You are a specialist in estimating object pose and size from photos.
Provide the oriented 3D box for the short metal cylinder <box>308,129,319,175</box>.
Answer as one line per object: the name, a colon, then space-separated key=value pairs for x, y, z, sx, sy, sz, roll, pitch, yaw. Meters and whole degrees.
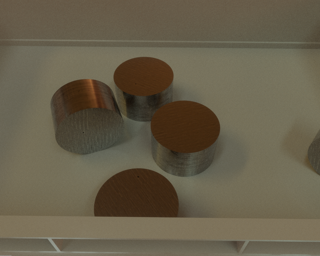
short metal cylinder: x=0.219 y=0.024 z=0.351 sx=0.080 sy=0.080 sz=0.050 roll=31 pitch=57 yaw=23

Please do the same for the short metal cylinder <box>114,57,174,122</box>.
short metal cylinder: x=-0.022 y=-0.055 z=0.435 sx=0.080 sy=0.050 sz=0.080 roll=0 pitch=50 yaw=0

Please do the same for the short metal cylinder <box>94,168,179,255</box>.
short metal cylinder: x=-0.022 y=0.088 z=0.314 sx=0.080 sy=0.050 sz=0.080 roll=0 pitch=50 yaw=0

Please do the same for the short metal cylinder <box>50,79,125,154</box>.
short metal cylinder: x=-0.089 y=-0.013 z=0.379 sx=0.081 sy=0.080 sz=0.050 roll=-15 pitch=52 yaw=-12

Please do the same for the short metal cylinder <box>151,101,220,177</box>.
short metal cylinder: x=0.029 y=0.012 z=0.379 sx=0.080 sy=0.050 sz=0.080 roll=0 pitch=50 yaw=0
